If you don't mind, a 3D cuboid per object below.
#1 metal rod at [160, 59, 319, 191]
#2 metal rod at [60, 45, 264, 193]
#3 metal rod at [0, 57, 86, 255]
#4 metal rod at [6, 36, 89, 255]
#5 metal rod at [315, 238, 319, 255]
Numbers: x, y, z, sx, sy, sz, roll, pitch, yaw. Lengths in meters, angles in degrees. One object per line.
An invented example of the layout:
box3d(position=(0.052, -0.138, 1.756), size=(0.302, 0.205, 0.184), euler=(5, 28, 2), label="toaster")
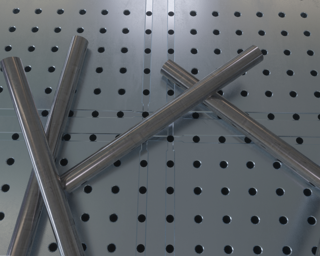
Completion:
box3d(position=(0.124, 0.003, 0.411), size=(0.300, 0.025, 0.025), euler=(38, 74, 13), label="metal rod")
box3d(position=(0.005, -0.014, 0.398), size=(0.301, 0.025, 0.025), euler=(-34, 74, -5), label="metal rod")
box3d(position=(-0.134, 0.053, 0.367), size=(0.025, 0.025, 0.299), euler=(-20, 80, -7), label="metal rod")
box3d(position=(-0.141, 0.010, 0.407), size=(0.025, 0.025, 0.299), euler=(8, 70, 3), label="metal rod")
box3d(position=(0.238, 0.034, 0.379), size=(0.025, 0.025, 0.300), euler=(27, 64, 9), label="metal rod")
